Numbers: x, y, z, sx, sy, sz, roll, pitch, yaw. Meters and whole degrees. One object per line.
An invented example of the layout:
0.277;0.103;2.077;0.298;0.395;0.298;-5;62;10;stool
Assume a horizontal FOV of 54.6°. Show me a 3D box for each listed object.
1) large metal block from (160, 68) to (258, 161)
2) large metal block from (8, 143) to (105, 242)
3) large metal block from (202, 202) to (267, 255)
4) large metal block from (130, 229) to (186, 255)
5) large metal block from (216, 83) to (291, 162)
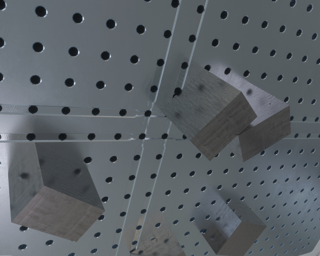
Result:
0.060;-0.019;0.396;0.080;0.080;0.050;-44;129;2;large metal block
-0.120;0.073;0.355;0.050;0.080;0.080;-48;129;6;large metal block
0.142;0.195;0.592;0.080;0.050;0.080;22;107;-36;large metal block
0.005;0.238;0.544;0.080;0.050;0.080;-29;128;-10;large metal block
0.122;-0.011;0.434;0.080;0.080;0.050;-29;128;-10;large metal block
